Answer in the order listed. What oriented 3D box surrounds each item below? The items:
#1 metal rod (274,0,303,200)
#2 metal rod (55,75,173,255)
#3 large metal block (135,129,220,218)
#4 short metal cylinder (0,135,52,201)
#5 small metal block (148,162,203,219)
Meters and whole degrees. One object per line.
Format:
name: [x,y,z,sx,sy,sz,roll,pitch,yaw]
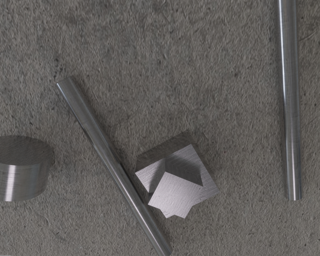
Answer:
metal rod: [0.166,-0.040,0.396,0.025,0.025,0.298,-10,110,3]
metal rod: [-0.056,0.066,0.433,0.025,0.025,0.299,-24,109,8]
large metal block: [0.023,0.062,0.419,0.080,0.050,0.080,-29,108,10]
short metal cylinder: [-0.184,0.049,0.397,0.080,0.080,0.050,14,110,-5]
small metal block: [0.019,0.077,0.385,0.050,0.025,0.050,23,108,-9]
